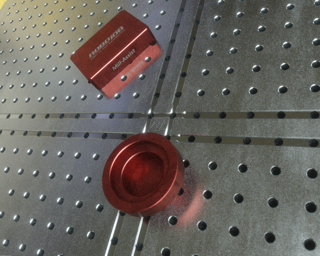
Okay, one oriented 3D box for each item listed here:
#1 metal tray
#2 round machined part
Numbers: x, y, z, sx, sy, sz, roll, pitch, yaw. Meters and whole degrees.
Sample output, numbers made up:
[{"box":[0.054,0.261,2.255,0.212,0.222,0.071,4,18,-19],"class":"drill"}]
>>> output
[{"box":[-0.083,-0.137,0.533,0.130,0.030,0.090,-42,51,-1],"class":"metal tray"},{"box":[-0.016,0.058,0.371,0.098,0.042,0.098,-13,56,21],"class":"round machined part"}]
